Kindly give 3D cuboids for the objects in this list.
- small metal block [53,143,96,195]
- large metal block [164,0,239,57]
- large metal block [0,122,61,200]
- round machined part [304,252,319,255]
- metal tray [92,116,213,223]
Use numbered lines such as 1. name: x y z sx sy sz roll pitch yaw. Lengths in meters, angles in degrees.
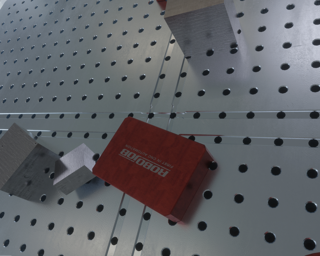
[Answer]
1. small metal block: -0.117 0.056 0.427 0.050 0.025 0.050 -33 34 7
2. large metal block: 0.062 -0.151 0.434 0.080 0.080 0.050 -5 60 25
3. large metal block: -0.213 0.050 0.474 0.080 0.050 0.080 28 77 37
4. round machined part: 0.137 0.149 0.234 0.098 0.042 0.098 -13 56 21
5. metal tray: -0.012 0.045 0.384 0.130 0.030 0.090 21 73 35
